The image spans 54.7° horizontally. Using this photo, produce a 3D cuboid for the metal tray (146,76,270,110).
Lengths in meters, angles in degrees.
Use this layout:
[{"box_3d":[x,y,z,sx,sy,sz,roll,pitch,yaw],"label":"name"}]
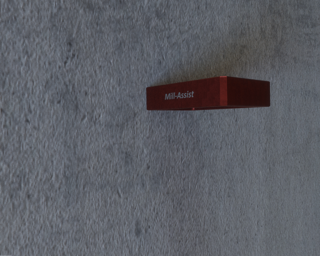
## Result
[{"box_3d":[0.056,-0.039,0.385,0.091,0.130,0.030,-2,92,-40],"label":"metal tray"}]
